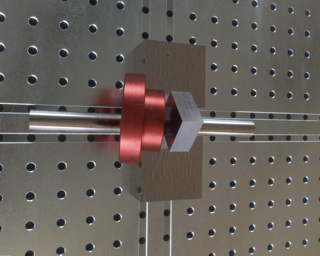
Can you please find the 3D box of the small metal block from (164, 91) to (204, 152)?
[{"bbox_3d":[0.023,-0.008,0.361,0.025,0.050,0.050,1,46,-20],"label":"small metal block"}]

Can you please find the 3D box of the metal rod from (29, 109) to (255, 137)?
[{"bbox_3d":[-0.008,-0.004,0.409,0.302,0.025,0.025,2,90,-20],"label":"metal rod"}]

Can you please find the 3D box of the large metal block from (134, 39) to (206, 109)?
[{"bbox_3d":[0.011,-0.065,0.403,0.081,0.050,0.079,1,90,-20],"label":"large metal block"}]

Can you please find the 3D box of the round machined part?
[{"bbox_3d":[-0.019,-0.009,0.336,0.042,0.098,0.097,4,89,-6],"label":"round machined part"}]

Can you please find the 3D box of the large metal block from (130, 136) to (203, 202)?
[{"bbox_3d":[0.007,0.049,0.402,0.081,0.050,0.080,1,90,-20],"label":"large metal block"}]
